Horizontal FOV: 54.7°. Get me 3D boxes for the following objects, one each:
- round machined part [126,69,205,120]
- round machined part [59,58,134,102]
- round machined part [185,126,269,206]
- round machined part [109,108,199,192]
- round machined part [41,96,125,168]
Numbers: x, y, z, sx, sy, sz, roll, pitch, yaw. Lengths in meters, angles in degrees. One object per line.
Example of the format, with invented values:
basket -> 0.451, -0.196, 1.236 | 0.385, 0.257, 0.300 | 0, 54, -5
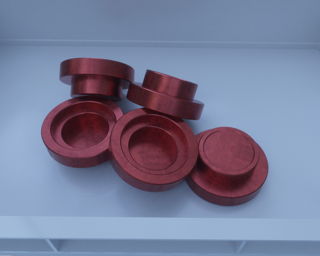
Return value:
round machined part -> 0.010, -0.045, 0.395 | 0.099, 0.042, 0.098 | 16, 10, -3
round machined part -> -0.085, -0.060, 0.418 | 0.099, 0.098, 0.042 | 2, 86, 1
round machined part -> 0.077, 0.037, 0.361 | 0.099, 0.042, 0.098 | 0, 50, 0
round machined part -> -0.009, 0.028, 0.353 | 0.099, 0.042, 0.098 | 8, 55, -11
round machined part -> -0.090, 0.009, 0.382 | 0.099, 0.042, 0.098 | 0, 50, 0
